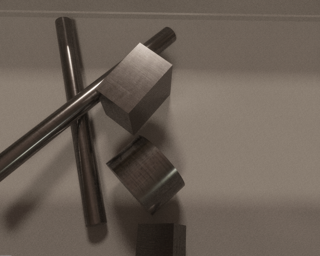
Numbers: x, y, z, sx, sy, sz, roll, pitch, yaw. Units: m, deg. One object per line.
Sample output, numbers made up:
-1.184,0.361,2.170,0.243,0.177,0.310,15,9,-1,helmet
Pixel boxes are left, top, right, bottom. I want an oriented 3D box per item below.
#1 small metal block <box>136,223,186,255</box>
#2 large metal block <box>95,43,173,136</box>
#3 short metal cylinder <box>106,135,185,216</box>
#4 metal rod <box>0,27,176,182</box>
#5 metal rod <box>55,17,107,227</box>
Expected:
0.001,0.134,0.346,0.050,0.025,0.050,-13,62,34,small metal block
-0.030,-0.046,0.397,0.050,0.080,0.080,37,74,12,large metal block
-0.017,0.055,0.360,0.050,0.080,0.080,-41,76,-13,short metal cylinder
-0.086,-0.044,0.401,0.025,0.025,0.301,41,66,13,metal rod
-0.110,-0.022,0.416,0.025,0.025,0.299,-13,71,-5,metal rod
